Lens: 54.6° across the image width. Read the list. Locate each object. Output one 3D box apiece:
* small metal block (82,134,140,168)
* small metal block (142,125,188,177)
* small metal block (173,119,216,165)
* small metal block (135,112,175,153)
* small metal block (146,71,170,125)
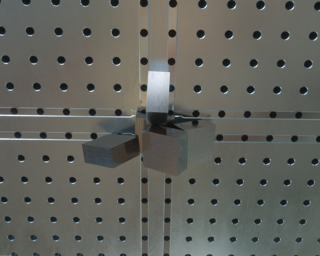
[{"bbox_3d":[-0.063,0.028,0.399,0.050,0.050,0.025,5,108,35],"label":"small metal block"},{"bbox_3d":[0.006,0.027,0.384,0.050,0.025,0.050,12,113,31],"label":"small metal block"},{"bbox_3d":[0.044,0.019,0.409,0.050,0.025,0.050,-9,113,-30],"label":"small metal block"},{"bbox_3d":[-0.007,0.007,0.416,0.050,0.025,0.050,2,110,-1],"label":"small metal block"},{"bbox_3d":[-0.003,-0.035,0.376,0.025,0.050,0.050,3,74,0],"label":"small metal block"}]
